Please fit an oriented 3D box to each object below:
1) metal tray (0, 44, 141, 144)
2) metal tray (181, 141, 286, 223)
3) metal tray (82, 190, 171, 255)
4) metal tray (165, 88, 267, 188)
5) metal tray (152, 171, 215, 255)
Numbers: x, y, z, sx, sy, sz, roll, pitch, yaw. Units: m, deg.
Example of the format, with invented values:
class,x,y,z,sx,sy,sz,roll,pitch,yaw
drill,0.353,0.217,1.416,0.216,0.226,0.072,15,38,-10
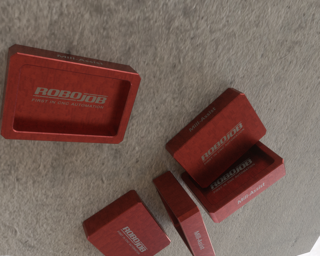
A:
class,x,y,z,sx,sy,sz,roll,pitch,yaw
metal tray,-0.094,-0.031,0.333,0.131,0.030,0.089,5,116,-31
metal tray,0.109,0.070,0.470,0.130,0.090,0.030,-34,129,-7
metal tray,-0.047,0.164,0.481,0.090,0.030,0.130,-33,129,-7
metal tray,0.084,0.016,0.453,0.130,0.030,0.090,-42,123,-1
metal tray,0.037,0.137,0.471,0.030,0.090,0.129,-29,129,-10
